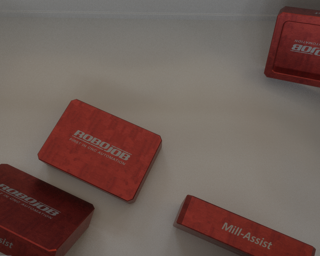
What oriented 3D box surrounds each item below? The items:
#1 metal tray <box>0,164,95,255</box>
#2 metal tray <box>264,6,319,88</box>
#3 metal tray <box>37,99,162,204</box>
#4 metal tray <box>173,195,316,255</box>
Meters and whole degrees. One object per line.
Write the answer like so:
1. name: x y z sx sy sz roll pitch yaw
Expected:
1. metal tray: -0.151 0.092 0.339 0.130 0.090 0.030 23 109 8
2. metal tray: 0.211 -0.099 0.398 0.130 0.089 0.030 16 40 18
3. metal tray: -0.074 0.029 0.396 0.130 0.030 0.090 24 71 8
4. metal tray: 0.081 0.116 0.333 0.131 0.090 0.030 22 72 7
